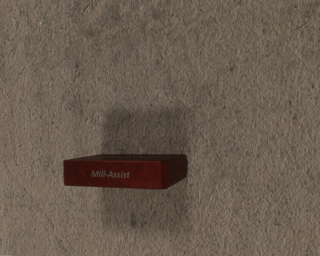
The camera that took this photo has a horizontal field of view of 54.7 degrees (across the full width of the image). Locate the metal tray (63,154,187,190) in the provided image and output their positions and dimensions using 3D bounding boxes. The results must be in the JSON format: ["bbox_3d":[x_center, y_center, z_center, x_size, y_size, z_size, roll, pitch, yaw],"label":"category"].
[{"bbox_3d":[-0.040,0.051,0.387,0.130,0.090,0.030,-2,90,19],"label":"metal tray"}]
